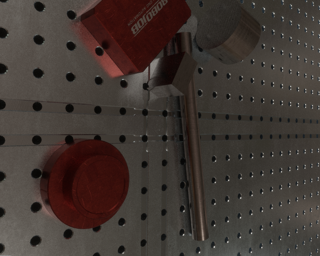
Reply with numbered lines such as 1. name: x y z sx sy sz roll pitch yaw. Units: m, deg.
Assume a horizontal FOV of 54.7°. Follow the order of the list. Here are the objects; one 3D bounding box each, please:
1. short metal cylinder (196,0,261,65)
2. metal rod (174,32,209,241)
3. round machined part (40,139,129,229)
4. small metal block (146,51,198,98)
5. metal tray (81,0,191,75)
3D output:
1. short metal cylinder: 0.100 -0.142 0.460 0.050 0.080 0.080 23 76 -38
2. metal rod: 0.046 0.015 0.449 0.025 0.025 0.298 -10 96 -40
3. round machined part: -0.074 0.061 0.338 0.099 0.042 0.097 0 90 -40
4. small metal block: 0.015 -0.069 0.408 0.025 0.050 0.050 36 68 -35
5. metal tray: -0.023 -0.141 0.388 0.090 0.030 0.130 51 60 -28
